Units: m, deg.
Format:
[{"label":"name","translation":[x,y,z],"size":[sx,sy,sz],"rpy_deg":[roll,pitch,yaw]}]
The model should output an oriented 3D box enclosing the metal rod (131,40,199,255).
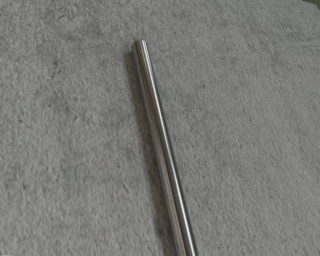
[{"label":"metal rod","translation":[0.000,0.009,0.399],"size":[0.025,0.025,0.299],"rpy_deg":[1,61,-28]}]
